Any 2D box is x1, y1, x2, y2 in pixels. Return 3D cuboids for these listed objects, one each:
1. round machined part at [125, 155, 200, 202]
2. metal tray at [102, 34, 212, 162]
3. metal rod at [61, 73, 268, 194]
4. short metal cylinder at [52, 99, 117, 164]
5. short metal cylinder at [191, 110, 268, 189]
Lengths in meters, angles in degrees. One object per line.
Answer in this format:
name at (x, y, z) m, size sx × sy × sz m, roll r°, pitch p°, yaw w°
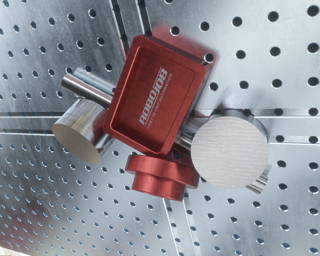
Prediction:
round machined part at (0.001, 0.069, 0.407) m, size 0.098 × 0.042 × 0.098 m, roll 13°, pitch 166°, yaw 4°
metal tray at (-0.007, -0.034, 0.372) m, size 0.090 × 0.030 × 0.129 m, roll 28°, pitch 115°, yaw 10°
metal rod at (-0.001, 0.002, 0.413) m, size 0.301 × 0.025 × 0.025 m, roll 28°, pitch 128°, yaw 10°
short metal cylinder at (-0.103, 0.005, 0.437) m, size 0.080 × 0.050 × 0.080 m, roll 23°, pitch 146°, yaw 17°
short metal cylinder at (0.080, 0.022, 0.351) m, size 0.080 × 0.050 × 0.079 m, roll 4°, pitch 102°, yaw 16°
